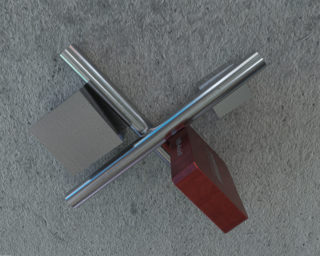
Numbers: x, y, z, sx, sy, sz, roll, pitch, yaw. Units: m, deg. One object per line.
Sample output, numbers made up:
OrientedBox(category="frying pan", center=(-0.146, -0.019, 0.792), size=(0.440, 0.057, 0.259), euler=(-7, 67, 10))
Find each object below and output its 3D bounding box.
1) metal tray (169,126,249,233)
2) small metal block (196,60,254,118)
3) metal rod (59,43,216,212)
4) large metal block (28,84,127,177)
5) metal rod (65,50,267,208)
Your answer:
OrientedBox(category="metal tray", center=(0.053, 0.052, 0.374), size=(0.030, 0.130, 0.090), euler=(-41, 105, 14))
OrientedBox(category="small metal block", center=(0.082, -0.049, 0.394), size=(0.050, 0.025, 0.050), euler=(-34, 107, 11))
OrientedBox(category="metal rod", center=(-0.013, 0.010, 0.415), size=(0.025, 0.025, 0.300), euler=(-40, 106, 13))
OrientedBox(category="large metal block", center=(-0.101, 0.001, 0.395), size=(0.080, 0.050, 0.080), euler=(-35, 107, 11))
OrientedBox(category="metal rod", center=(-0.001, 0.009, 0.387), size=(0.300, 0.025, 0.025), euler=(-37, 106, 12))
